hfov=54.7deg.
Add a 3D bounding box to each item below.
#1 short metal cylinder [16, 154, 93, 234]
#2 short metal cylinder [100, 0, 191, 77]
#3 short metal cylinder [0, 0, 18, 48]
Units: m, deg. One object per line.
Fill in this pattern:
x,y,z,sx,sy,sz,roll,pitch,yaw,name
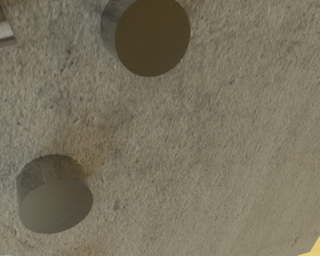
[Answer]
-0.127,0.079,0.371,0.081,0.050,0.079,-14,125,-21,short metal cylinder
-0.016,-0.099,0.322,0.081,0.050,0.079,-14,125,-21,short metal cylinder
-0.148,-0.096,0.231,0.050,0.080,0.079,-21,127,-16,short metal cylinder
